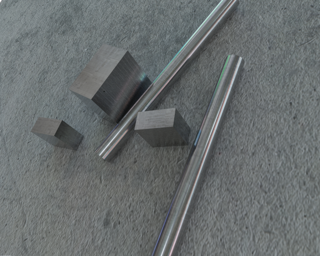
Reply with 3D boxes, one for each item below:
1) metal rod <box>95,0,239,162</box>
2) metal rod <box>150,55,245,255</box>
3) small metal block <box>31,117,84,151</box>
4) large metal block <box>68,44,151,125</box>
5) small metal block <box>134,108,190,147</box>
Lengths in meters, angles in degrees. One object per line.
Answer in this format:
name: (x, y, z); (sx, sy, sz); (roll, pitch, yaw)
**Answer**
metal rod: (0.015, -0.076, 0.441); (0.025, 0.025, 0.300); (32, 79, 38)
metal rod: (0.042, 0.042, 0.355); (0.025, 0.025, 0.300); (10, 67, 32)
small metal block: (-0.152, 0.009, 0.460); (0.050, 0.050, 0.025); (7, 66, 31)
large metal block: (-0.065, -0.057, 0.436); (0.050, 0.080, 0.080); (24, 75, 36)
small metal block: (0.004, 0.001, 0.384); (0.050, 0.050, 0.025); (-5, 60, 25)
